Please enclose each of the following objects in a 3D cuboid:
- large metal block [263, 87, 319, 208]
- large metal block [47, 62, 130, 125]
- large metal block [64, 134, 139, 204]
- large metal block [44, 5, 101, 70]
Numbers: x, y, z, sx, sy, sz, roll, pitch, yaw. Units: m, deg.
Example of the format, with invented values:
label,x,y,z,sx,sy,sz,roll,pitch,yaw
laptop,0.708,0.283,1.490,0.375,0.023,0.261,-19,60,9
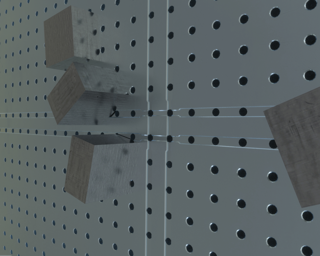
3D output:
label,x,y,z,sx,sy,sz,roll,pitch,yaw
large metal block,0.139,0.014,0.259,0.050,0.081,0.080,-27,73,37
large metal block,-0.107,-0.047,0.463,0.080,0.081,0.050,-42,65,32
large metal block,-0.083,0.054,0.443,0.050,0.081,0.080,18,101,39
large metal block,-0.147,-0.145,0.517,0.080,0.050,0.080,-7,85,40
